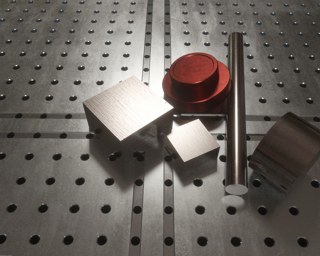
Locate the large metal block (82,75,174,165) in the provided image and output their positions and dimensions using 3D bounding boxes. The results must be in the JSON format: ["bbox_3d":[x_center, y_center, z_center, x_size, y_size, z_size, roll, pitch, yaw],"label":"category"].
[{"bbox_3d":[-0.040,-0.013,0.402,0.080,0.050,0.080,-33,58,-25],"label":"large metal block"}]

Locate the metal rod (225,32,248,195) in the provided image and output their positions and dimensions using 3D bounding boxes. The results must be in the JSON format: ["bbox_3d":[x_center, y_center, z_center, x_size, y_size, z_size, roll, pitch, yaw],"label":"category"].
[{"bbox_3d":[0.109,-0.044,0.445,0.025,0.025,0.300,7,50,5],"label":"metal rod"}]

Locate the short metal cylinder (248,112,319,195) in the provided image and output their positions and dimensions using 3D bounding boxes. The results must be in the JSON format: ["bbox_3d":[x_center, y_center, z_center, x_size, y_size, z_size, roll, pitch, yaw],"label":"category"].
[{"bbox_3d":[0.146,0.028,0.350,0.080,0.080,0.050,-36,59,-26],"label":"short metal cylinder"}]

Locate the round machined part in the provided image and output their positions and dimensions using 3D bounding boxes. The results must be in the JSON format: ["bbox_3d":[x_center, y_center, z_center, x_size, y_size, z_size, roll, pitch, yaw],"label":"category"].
[{"bbox_3d":[0.051,-0.071,0.444,0.098,0.042,0.098,-8,48,10],"label":"round machined part"}]

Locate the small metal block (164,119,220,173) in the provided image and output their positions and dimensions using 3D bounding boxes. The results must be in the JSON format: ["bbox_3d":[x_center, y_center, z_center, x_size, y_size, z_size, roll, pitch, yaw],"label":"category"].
[{"bbox_3d":[0.039,0.022,0.390,0.050,0.025,0.050,-21,53,-17],"label":"small metal block"}]
